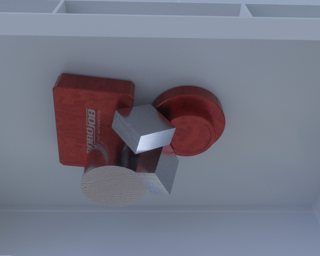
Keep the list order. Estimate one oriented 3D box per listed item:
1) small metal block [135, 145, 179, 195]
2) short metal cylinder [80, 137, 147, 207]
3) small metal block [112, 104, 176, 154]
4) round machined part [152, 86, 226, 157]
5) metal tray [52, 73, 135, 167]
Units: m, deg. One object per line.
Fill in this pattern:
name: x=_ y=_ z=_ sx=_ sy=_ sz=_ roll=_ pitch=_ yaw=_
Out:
small metal block: x=-0.002 y=0.047 z=0.379 sx=0.025 sy=0.050 sz=0.050 roll=-2 pitch=140 yaw=26
short metal cylinder: x=-0.057 y=0.057 z=0.399 sx=0.081 sy=0.050 sz=0.079 roll=0 pitch=130 yaw=0
small metal block: x=-0.019 y=-0.001 z=0.356 sx=0.050 sy=0.050 sz=0.025 roll=-13 pitch=135 yaw=-39
round machined part: x=0.034 y=-0.002 z=0.395 sx=0.099 sy=0.042 sz=0.097 roll=-1 pitch=130 yaw=0
metal tray: x=-0.083 y=-0.003 z=0.397 sx=0.091 sy=0.030 sz=0.129 roll=6 pitch=130 yaw=-6
